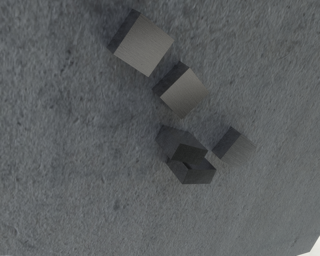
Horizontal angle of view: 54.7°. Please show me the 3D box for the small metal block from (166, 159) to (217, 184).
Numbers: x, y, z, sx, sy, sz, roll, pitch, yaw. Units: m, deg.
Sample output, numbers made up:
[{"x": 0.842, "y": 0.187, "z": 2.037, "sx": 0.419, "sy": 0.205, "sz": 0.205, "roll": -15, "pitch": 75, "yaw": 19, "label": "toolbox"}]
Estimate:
[{"x": 0.045, "y": 0.056, "z": 0.452, "sx": 0.050, "sy": 0.050, "sz": 0.025, "roll": 6, "pitch": 116, "yaw": -31, "label": "small metal block"}]

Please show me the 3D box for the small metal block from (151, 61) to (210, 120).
[{"x": 0.027, "y": -0.047, "z": 0.394, "sx": 0.050, "sy": 0.025, "sz": 0.050, "roll": -45, "pitch": 130, "yaw": 3, "label": "small metal block"}]

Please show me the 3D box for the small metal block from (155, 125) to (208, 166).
[{"x": 0.029, "y": 0.023, "z": 0.423, "sx": 0.050, "sy": 0.050, "sz": 0.025, "roll": 16, "pitch": 110, "yaw": -35, "label": "small metal block"}]

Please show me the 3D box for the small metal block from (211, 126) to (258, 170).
[{"x": 0.119, "y": 0.033, "z": 0.495, "sx": 0.050, "sy": 0.025, "sz": 0.050, "roll": 30, "pitch": 102, "yaw": -38, "label": "small metal block"}]

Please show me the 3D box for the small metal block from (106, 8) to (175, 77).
[{"x": -0.021, "y": -0.092, "z": 0.339, "sx": 0.050, "sy": 0.025, "sz": 0.050, "roll": 28, "pitch": 103, "yaw": -38, "label": "small metal block"}]
